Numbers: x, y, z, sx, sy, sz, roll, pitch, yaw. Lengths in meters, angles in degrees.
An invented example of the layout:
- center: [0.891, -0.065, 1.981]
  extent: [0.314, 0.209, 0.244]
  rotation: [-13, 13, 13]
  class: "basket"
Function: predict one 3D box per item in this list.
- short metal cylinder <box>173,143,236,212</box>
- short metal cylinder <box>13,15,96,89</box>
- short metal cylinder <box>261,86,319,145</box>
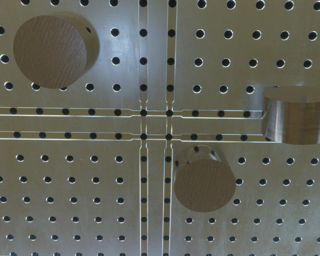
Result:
- center: [0.059, 0.068, 0.425]
  extent: [0.081, 0.050, 0.079]
  rotation: [0, 110, 0]
  class: "short metal cylinder"
- center: [-0.121, -0.091, 0.365]
  extent: [0.081, 0.050, 0.079]
  rotation: [0, 110, 0]
  class: "short metal cylinder"
- center: [0.167, -0.018, 0.379]
  extent: [0.080, 0.080, 0.050]
  rotation: [-4, 110, 1]
  class: "short metal cylinder"
